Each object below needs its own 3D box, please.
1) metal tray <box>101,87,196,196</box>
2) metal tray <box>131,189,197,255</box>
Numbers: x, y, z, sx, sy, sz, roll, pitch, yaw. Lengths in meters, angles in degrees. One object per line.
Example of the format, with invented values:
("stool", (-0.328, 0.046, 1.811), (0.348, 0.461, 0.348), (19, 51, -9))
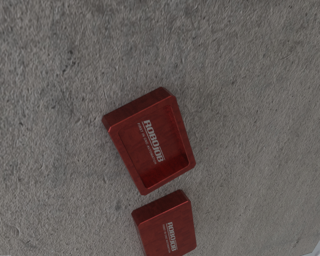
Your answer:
("metal tray", (-0.010, 0.021, 0.411), (0.090, 0.030, 0.129), (-29, 128, -10))
("metal tray", (0.011, 0.172, 0.516), (0.091, 0.030, 0.129), (-22, 127, -16))
